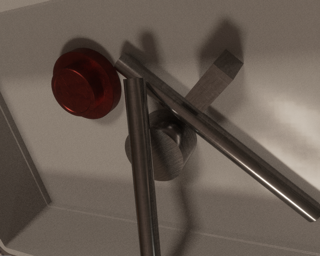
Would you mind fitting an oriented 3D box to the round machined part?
[{"bbox_3d":[-0.105,-0.055,0.418,0.098,0.042,0.097,13,124,20],"label":"round machined part"}]

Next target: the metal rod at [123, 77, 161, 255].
[{"bbox_3d":[-0.017,0.091,0.371,0.025,0.025,0.298,0,101,28],"label":"metal rod"}]

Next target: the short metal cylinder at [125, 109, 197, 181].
[{"bbox_3d":[0.002,0.022,0.404,0.080,0.050,0.079,13,124,20],"label":"short metal cylinder"}]

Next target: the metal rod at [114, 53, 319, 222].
[{"bbox_3d":[0.069,0.010,0.377,0.300,0.025,0.025,38,129,1],"label":"metal rod"}]

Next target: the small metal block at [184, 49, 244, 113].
[{"bbox_3d":[0.058,-0.051,0.330,0.025,0.050,0.050,40,129,1],"label":"small metal block"}]
